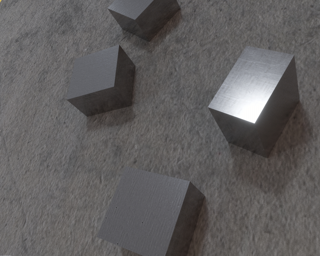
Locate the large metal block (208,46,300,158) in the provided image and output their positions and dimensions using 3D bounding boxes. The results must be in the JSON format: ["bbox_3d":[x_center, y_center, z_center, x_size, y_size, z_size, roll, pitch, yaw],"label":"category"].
[{"bbox_3d":[0.104,-0.026,0.330,0.050,0.080,0.080,24,75,36],"label":"large metal block"}]

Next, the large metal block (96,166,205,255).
[{"bbox_3d":[-0.008,0.094,0.333,0.080,0.050,0.080,8,66,31],"label":"large metal block"}]

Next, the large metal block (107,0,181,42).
[{"bbox_3d":[-0.027,-0.203,0.525,0.080,0.050,0.080,-49,52,-7],"label":"large metal block"}]

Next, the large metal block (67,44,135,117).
[{"bbox_3d":[-0.088,-0.071,0.476,0.080,0.050,0.080,-12,57,21],"label":"large metal block"}]
